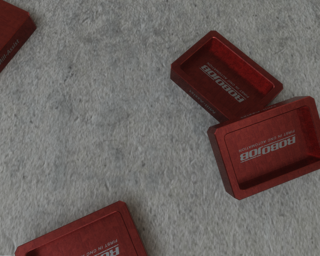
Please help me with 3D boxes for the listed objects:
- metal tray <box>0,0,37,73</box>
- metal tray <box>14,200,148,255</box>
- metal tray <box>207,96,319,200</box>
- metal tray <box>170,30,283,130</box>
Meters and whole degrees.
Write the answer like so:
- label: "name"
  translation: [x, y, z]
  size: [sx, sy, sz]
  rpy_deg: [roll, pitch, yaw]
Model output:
- label: "metal tray"
  translation: [-0.257, -0.128, 0.449]
  size: [0.090, 0.030, 0.130]
  rpy_deg: [27, 72, 9]
- label: "metal tray"
  translation: [-0.083, 0.150, 0.349]
  size: [0.131, 0.030, 0.090]
  rpy_deg: [-23, 72, -9]
- label: "metal tray"
  translation: [0.134, 0.022, 0.380]
  size: [0.131, 0.030, 0.090]
  rpy_deg: [-19, 97, -7]
- label: "metal tray"
  translation: [0.089, -0.065, 0.430]
  size: [0.090, 0.030, 0.130]
  rpy_deg: [-43, 76, -14]
